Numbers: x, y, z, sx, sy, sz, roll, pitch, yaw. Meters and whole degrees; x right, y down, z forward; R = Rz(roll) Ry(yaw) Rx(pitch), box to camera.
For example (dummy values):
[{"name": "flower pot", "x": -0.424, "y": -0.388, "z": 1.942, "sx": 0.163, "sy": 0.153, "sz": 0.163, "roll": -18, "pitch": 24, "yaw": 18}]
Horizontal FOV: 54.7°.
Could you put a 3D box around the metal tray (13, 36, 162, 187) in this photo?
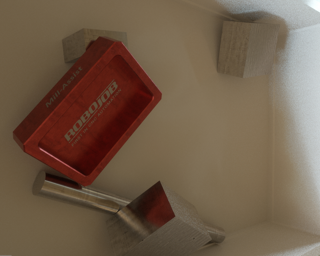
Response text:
[{"name": "metal tray", "x": -0.066, "y": -0.014, "z": 0.312, "sx": 0.130, "sy": 0.030, "sz": 0.090, "roll": -51, "pitch": 137, "yaw": -9}]

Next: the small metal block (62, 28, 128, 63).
[{"name": "small metal block", "x": -0.070, "y": -0.086, "z": 0.333, "sx": 0.050, "sy": 0.050, "sz": 0.025, "roll": -9, "pitch": 96, "yaw": -40}]

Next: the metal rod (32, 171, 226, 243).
[{"name": "metal rod", "x": -0.014, "y": 0.111, "z": 0.397, "sx": 0.301, "sy": 0.025, "sz": 0.025, "roll": 28, "pitch": 72, "yaw": -37}]

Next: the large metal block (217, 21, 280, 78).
[{"name": "large metal block", "x": 0.142, "y": -0.128, "z": 0.498, "sx": 0.081, "sy": 0.050, "sz": 0.079, "roll": -14, "pitch": 117, "yaw": -39}]

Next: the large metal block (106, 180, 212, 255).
[{"name": "large metal block", "x": -0.001, "y": 0.118, "z": 0.356, "sx": 0.080, "sy": 0.050, "sz": 0.080, "roll": -39, "pitch": 131, "yaw": 9}]
